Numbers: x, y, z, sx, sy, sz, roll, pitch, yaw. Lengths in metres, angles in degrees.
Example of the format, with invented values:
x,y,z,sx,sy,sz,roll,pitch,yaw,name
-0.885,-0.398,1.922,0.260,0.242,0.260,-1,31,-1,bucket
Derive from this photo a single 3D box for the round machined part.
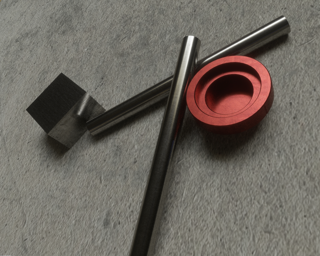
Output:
x,y,z,sx,sy,sz,roll,pitch,yaw,name
0.085,-0.035,0.369,0.098,0.042,0.098,-13,56,20,round machined part

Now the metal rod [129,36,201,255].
x,y,z,sx,sy,sz,roll,pitch,yaw,name
0.008,0.022,0.366,0.025,0.025,0.299,3,69,29,metal rod

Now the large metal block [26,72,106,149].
x,y,z,sx,sy,sz,roll,pitch,yaw,name
-0.146,-0.028,0.479,0.080,0.050,0.080,-49,52,-7,large metal block

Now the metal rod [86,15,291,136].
x,y,z,sx,sy,sz,roll,pitch,yaw,name
0.031,-0.066,0.427,0.301,0.025,0.025,-27,53,10,metal rod
